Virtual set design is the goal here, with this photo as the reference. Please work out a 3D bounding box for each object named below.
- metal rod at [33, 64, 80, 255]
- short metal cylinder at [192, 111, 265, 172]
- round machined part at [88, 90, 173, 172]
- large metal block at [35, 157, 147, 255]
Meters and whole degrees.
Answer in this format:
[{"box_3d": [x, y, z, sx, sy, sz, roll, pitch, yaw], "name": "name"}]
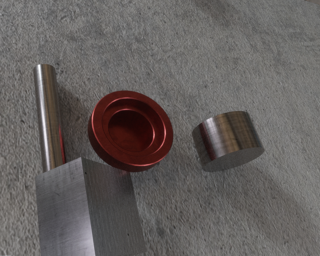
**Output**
[{"box_3d": [-0.102, 0.063, 0.310, 0.025, 0.025, 0.299, -1, 62, -29], "name": "metal rod"}, {"box_3d": [0.087, 0.019, 0.404, 0.081, 0.080, 0.050, -2, 63, -29], "name": "short metal cylinder"}, {"box_3d": [-0.037, 0.007, 0.368, 0.099, 0.042, 0.098, 14, 56, -21], "name": "round machined part"}, {"box_3d": [-0.061, 0.080, 0.281, 0.080, 0.050, 0.080, 34, 36, -60], "name": "large metal block"}]
